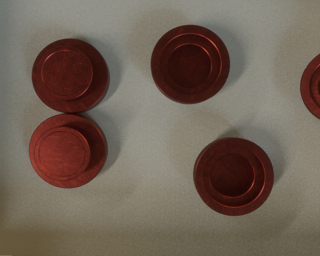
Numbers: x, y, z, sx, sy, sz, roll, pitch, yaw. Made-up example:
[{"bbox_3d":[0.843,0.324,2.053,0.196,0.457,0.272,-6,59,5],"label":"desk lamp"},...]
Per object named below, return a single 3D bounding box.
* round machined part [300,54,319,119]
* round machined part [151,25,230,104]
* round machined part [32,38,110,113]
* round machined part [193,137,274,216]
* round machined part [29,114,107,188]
[{"bbox_3d":[0.233,-0.052,0.393,0.098,0.042,0.097,-1,88,26],"label":"round machined part"},{"bbox_3d":[0.038,-0.079,0.403,0.099,0.042,0.097,0,90,-1],"label":"round machined part"},{"bbox_3d":[-0.117,-0.068,0.401,0.099,0.042,0.097,0,90,-1],"label":"round machined part"},{"bbox_3d":[0.092,0.060,0.404,0.099,0.042,0.097,0,90,-1],"label":"round machined part"},{"bbox_3d":[-0.120,0.030,0.398,0.099,0.042,0.097,0,94,-1],"label":"round machined part"}]
